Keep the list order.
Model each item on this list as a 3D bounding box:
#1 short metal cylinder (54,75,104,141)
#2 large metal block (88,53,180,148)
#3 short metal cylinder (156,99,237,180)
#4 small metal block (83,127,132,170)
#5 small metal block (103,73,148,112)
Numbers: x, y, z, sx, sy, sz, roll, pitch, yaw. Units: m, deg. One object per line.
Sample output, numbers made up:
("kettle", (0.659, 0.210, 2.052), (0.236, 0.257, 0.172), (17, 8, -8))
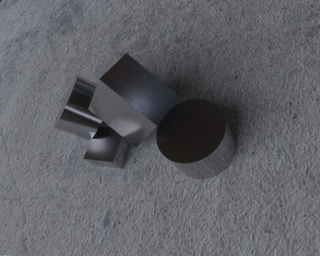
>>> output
("short metal cylinder", (-0.110, -0.028, 0.439), (0.080, 0.050, 0.080), (-49, 27, 37))
("large metal block", (-0.035, -0.030, 0.382), (0.080, 0.080, 0.050), (39, 60, -3))
("short metal cylinder", (0.043, 0.013, 0.358), (0.080, 0.050, 0.080), (-13, 56, 20))
("small metal block", (-0.069, 0.026, 0.423), (0.050, 0.025, 0.050), (3, 63, 29))
("small metal block", (-0.050, -0.052, 0.462), (0.050, 0.025, 0.050), (-1, 61, 27))
